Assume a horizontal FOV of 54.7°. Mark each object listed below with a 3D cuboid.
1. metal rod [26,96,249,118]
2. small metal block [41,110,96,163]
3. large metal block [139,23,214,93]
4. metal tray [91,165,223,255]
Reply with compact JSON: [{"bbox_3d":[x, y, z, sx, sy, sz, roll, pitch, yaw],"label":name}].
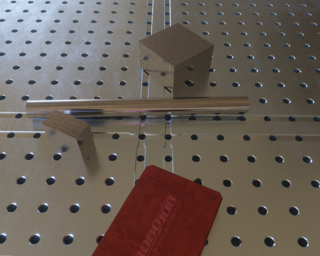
[{"bbox_3d":[-0.029,-0.029,0.431,0.302,0.025,0.025,-1,50,-2],"label":"metal rod"},{"bbox_3d":[-0.111,0.011,0.381,0.050,0.050,0.025,21,53,16],"label":"small metal block"},{"bbox_3d":[0.024,-0.112,0.486,0.080,0.050,0.080,-33,58,-25],"label":"large metal block"},{"bbox_3d":[-0.001,0.109,0.313,0.090,0.030,0.130,21,53,16],"label":"metal tray"}]
